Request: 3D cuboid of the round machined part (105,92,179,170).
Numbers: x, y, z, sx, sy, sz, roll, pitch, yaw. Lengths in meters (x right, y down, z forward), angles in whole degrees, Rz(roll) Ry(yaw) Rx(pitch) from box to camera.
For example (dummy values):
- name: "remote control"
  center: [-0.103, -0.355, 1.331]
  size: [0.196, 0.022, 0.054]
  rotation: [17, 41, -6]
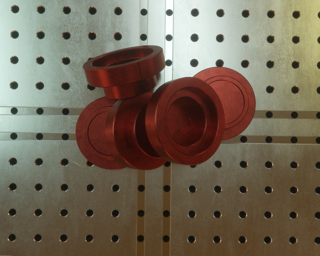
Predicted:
- name: "round machined part"
  center: [-0.014, 0.003, 0.381]
  size: [0.099, 0.042, 0.097]
  rotation: [3, 85, -37]

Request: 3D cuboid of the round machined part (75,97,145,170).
- name: "round machined part"
  center: [-0.061, 0.006, 0.404]
  size: [0.099, 0.042, 0.097]
  rotation: [0, 90, -1]

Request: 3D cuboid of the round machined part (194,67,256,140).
- name: "round machined part"
  center: [0.077, -0.032, 0.406]
  size: [0.099, 0.042, 0.097]
  rotation: [0, 90, -1]

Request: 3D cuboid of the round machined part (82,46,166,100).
- name: "round machined part"
  center: [-0.041, -0.068, 0.381]
  size: [0.099, 0.098, 0.042]
  rotation: [-12, 116, -1]

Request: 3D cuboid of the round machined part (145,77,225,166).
- name: "round machined part"
  center: [0.025, -0.007, 0.357]
  size: [0.099, 0.042, 0.097]
  rotation: [1, 88, -33]
